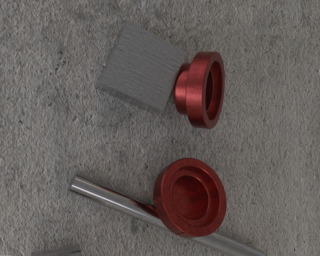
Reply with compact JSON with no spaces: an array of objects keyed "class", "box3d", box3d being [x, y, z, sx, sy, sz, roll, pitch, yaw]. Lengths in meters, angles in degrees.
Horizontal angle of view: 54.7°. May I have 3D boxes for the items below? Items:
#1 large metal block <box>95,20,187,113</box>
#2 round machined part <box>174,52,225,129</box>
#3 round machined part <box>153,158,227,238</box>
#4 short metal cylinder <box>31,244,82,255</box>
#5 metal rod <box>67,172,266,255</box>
[{"class":"large metal block","box3d":[-0.025,-0.072,0.386,0.080,0.050,0.080,24,82,-18]},{"class":"round machined part","box3d":[0.050,-0.049,0.401,0.098,0.042,0.097,6,90,-65]},{"class":"round machined part","box3d":[0.034,0.091,0.400,0.099,0.042,0.098,14,61,-26]},{"class":"short metal cylinder","box3d":[-0.112,0.173,0.339,0.050,0.080,0.079,-3,91,-20]},{"class":"metal rod","box3d":[0.022,0.130,0.417,0.301,0.025,0.025,27,81,-18]}]
